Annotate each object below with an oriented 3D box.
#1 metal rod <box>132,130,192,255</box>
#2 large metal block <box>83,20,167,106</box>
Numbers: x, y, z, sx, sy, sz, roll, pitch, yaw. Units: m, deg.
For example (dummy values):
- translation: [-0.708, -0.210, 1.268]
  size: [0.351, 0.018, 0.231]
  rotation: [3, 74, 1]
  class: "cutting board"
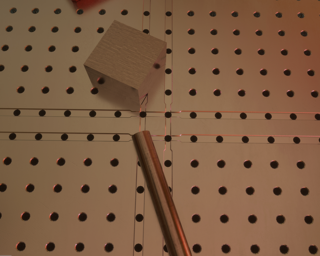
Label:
- translation: [0.022, 0.142, 0.360]
  size: [0.025, 0.025, 0.299]
  rotation: [-17, 71, -7]
  class: "metal rod"
- translation: [-0.045, -0.090, 0.431]
  size: [0.080, 0.050, 0.080]
  rotation: [26, 72, 8]
  class: "large metal block"
